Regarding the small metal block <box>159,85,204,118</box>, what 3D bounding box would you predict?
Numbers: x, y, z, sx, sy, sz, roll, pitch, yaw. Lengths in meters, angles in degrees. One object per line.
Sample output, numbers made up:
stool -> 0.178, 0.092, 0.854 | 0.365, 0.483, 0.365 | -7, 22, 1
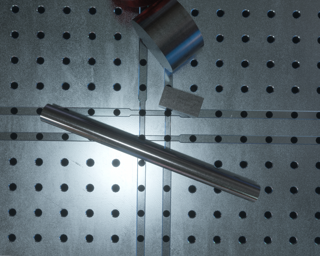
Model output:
small metal block -> 0.026, -0.033, 0.401 | 0.050, 0.050, 0.025 | 18, 90, -1

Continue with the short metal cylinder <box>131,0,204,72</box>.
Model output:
short metal cylinder -> 0.009, -0.117, 0.386 | 0.050, 0.080, 0.080 | -40, 91, 0

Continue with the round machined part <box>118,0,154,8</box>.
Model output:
round machined part -> -0.025, -0.191, 0.389 | 0.098, 0.042, 0.098 | -7, 56, 11

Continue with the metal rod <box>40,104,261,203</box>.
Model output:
metal rod -> -0.012, 0.034, 0.413 | 0.301, 0.025, 0.025 | 21, 90, -1
